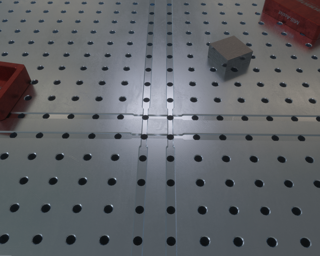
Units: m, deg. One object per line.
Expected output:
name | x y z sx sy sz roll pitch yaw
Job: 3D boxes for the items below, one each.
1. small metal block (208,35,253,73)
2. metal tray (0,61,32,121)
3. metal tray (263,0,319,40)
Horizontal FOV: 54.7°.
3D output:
small metal block | 0.115 -0.123 0.511 0.050 0.025 0.050 -23 54 -18
metal tray | -0.272 -0.062 0.453 0.131 0.030 0.090 9 51 7
metal tray | 0.278 -0.226 0.596 0.091 0.030 0.130 -28 56 -22
